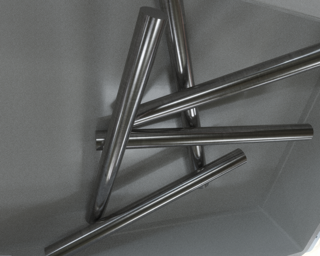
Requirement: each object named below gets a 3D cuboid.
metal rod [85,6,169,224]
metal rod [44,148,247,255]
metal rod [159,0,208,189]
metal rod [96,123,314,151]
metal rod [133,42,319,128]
[{"bbox_3d":[-0.049,0.015,0.348,0.025,0.025,0.298,-1,132,-28],"label":"metal rod"},{"bbox_3d":[-0.010,0.104,0.433,0.302,0.025,0.025,-25,128,-13],"label":"metal rod"},{"bbox_3d":[0.038,-0.028,0.411,0.025,0.025,0.298,-24,127,-14],"label":"metal rod"},{"bbox_3d":[0.069,0.011,0.414,0.302,0.025,0.025,-2,120,-14],"label":"metal rod"},{"bbox_3d":[0.095,-0.054,0.346,0.301,0.025,0.025,-18,130,13],"label":"metal rod"}]
